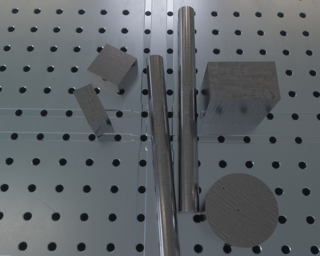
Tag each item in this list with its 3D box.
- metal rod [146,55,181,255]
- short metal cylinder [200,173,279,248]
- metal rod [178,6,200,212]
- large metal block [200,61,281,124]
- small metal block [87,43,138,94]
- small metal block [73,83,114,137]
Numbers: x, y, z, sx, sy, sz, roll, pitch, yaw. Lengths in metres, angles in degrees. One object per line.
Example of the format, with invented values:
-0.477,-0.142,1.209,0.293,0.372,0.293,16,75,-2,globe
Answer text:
0.003,0.041,0.396,0.025,0.025,0.299,-4,70,-2,metal rod
0.090,0.097,0.364,0.081,0.050,0.080,0,70,0,short metal cylinder
0.038,-0.039,0.426,0.025,0.025,0.299,1,70,0,metal rod
0.098,-0.043,0.399,0.081,0.080,0.050,0,70,0,large metal block
-0.067,-0.085,0.442,0.050,0.025,0.050,28,72,10,small metal block
-0.086,-0.022,0.406,0.025,0.050,0.050,-27,72,-9,small metal block
